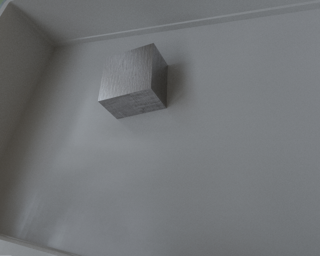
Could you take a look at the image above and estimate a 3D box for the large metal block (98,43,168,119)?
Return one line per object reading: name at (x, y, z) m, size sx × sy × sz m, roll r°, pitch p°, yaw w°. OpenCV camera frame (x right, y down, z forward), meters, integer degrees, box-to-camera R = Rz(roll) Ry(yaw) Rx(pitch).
large metal block at (-0.036, -0.066, 0.448) m, size 0.080 × 0.050 × 0.080 m, roll -11°, pitch 57°, yaw 22°
